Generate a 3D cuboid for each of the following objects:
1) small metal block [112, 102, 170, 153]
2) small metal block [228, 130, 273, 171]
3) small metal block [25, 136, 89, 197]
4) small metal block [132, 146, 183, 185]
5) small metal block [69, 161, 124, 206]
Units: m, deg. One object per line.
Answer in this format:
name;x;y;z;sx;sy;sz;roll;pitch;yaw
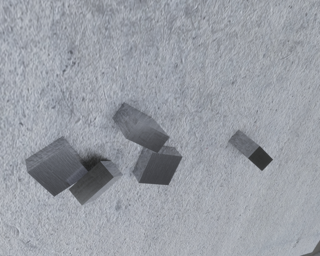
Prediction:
small metal block;-0.024;-0.001;0.377;0.050;0.050;0.025;28;103;-38
small metal block;0.143;0.035;0.491;0.025;0.050;0.050;-48;129;6
small metal block;-0.121;0.046;0.369;0.050;0.025;0.050;-34;129;-6
small metal block;-0.004;0.052;0.437;0.050;0.025;0.050;11;113;-33
small metal block;-0.078;0.067;0.388;0.050;0.025;0.050;-42;172;0
